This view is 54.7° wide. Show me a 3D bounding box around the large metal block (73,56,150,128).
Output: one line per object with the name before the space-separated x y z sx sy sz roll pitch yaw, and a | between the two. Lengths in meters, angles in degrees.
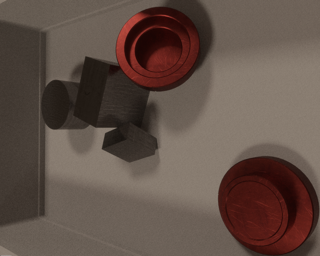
large metal block | -0.061 -0.046 0.419 0.050 0.081 0.079 25 105 37

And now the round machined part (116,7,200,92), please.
round machined part | 0.000 -0.091 0.376 0.098 0.042 0.097 -1 82 9

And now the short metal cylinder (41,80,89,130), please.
short metal cylinder | -0.152 -0.037 0.513 0.080 0.050 0.079 0 90 39

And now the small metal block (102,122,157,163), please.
small metal block | -0.041 0.021 0.418 0.050 0.050 0.025 -21 50 38

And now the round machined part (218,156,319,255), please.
round machined part | 0.101 0.078 0.311 0.098 0.042 0.097 0 90 39
